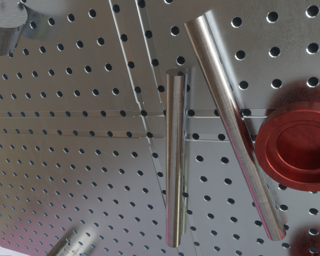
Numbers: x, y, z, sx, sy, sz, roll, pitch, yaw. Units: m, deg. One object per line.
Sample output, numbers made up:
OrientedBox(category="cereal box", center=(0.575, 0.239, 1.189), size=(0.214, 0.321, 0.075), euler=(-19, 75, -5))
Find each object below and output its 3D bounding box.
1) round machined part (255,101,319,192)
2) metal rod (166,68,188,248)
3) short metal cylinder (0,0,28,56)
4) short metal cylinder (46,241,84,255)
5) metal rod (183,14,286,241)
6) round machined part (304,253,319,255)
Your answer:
OrientedBox(category="round machined part", center=(0.155, 0.016, 0.328), size=(0.098, 0.042, 0.097), euler=(14, 124, 21))
OrientedBox(category="metal rod", center=(0.021, 0.062, 0.438), size=(0.025, 0.025, 0.298), euler=(13, 124, 21))
OrientedBox(category="short metal cylinder", center=(-0.223, -0.142, 0.406), size=(0.080, 0.080, 0.050), euler=(43, 129, -2))
OrientedBox(category="short metal cylinder", center=(-0.217, 0.302, 0.696), size=(0.080, 0.050, 0.079), euler=(13, 124, 21))
OrientedBox(category="metal rod", center=(0.096, 0.015, 0.369), size=(0.025, 0.025, 0.299), euler=(-13, 112, 33))
OrientedBox(category="round machined part", center=(0.219, 0.207, 0.413), size=(0.098, 0.042, 0.097), euler=(13, 124, 21))
